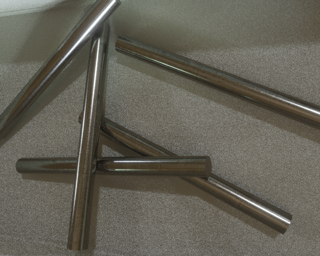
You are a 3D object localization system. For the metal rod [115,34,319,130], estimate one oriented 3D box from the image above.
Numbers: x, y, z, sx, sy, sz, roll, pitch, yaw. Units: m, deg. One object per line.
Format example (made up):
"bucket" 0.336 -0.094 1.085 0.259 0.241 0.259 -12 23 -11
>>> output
"metal rod" 0.076 -0.058 0.383 0.301 0.025 0.025 24 98 18

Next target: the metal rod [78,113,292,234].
"metal rod" 0.019 0.047 0.403 0.301 0.025 0.025 27 99 17

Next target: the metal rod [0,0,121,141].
"metal rod" -0.165 -0.077 0.449 0.299 0.025 0.025 -40 78 21

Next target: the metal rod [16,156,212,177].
"metal rod" -0.080 0.052 0.420 0.301 0.025 0.025 -3 89 25

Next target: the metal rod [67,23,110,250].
"metal rod" -0.092 0.001 0.408 0.025 0.025 0.299 -1 77 19
